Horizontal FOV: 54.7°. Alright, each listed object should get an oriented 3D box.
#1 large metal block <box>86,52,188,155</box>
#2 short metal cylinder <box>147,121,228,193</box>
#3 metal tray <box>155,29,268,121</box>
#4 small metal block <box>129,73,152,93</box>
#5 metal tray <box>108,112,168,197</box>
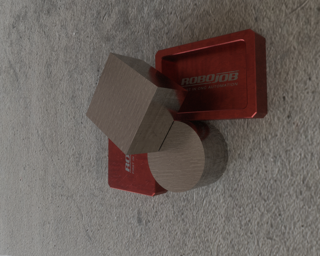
[{"bbox_3d":[-0.028,-0.027,0.346,0.080,0.050,0.079,40,114,32],"label":"large metal block"},{"bbox_3d":[0.032,0.032,0.363,0.080,0.050,0.080,0,90,40],"label":"short metal cylinder"},{"bbox_3d":[0.054,-0.054,0.359,0.130,0.030,0.089,-2,89,40],"label":"metal tray"},{"bbox_3d":[-0.023,-0.055,0.409,0.050,0.050,0.025,1,91,40],"label":"small metal block"},{"bbox_3d":[-0.031,0.022,0.430,0.090,0.030,0.129,1,91,40],"label":"metal tray"}]
